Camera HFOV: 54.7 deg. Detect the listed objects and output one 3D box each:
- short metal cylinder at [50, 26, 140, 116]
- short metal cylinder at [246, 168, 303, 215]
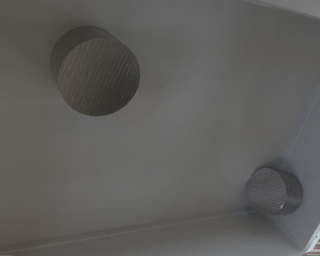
[{"bbox_3d":[-0.067,-0.059,0.319,0.081,0.050,0.079,-14,124,-21],"label":"short metal cylinder"},{"bbox_3d":[0.204,0.115,0.555,0.050,0.080,0.080,14,111,-34],"label":"short metal cylinder"}]
